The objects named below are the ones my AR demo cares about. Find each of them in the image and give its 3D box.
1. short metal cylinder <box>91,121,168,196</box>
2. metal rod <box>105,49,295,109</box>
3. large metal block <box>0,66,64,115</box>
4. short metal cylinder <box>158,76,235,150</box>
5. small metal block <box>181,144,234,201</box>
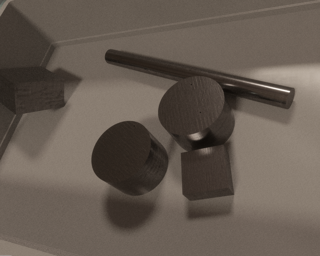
[{"bbox_3d":[-0.037,0.038,0.384,0.080,0.050,0.080,-13,56,20],"label":"short metal cylinder"},{"bbox_3d":[0.032,-0.077,0.434,0.300,0.025,0.025,21,73,35],"label":"metal rod"},{"bbox_3d":[-0.217,-0.065,0.513,0.080,0.081,0.050,28,120,37],"label":"large metal block"},{"bbox_3d":[0.045,-0.016,0.375,0.080,0.050,0.080,-13,56,20],"label":"short metal cylinder"},{"bbox_3d":[0.052,0.051,0.347,0.050,0.025,0.050,-13,56,20],"label":"small metal block"}]
